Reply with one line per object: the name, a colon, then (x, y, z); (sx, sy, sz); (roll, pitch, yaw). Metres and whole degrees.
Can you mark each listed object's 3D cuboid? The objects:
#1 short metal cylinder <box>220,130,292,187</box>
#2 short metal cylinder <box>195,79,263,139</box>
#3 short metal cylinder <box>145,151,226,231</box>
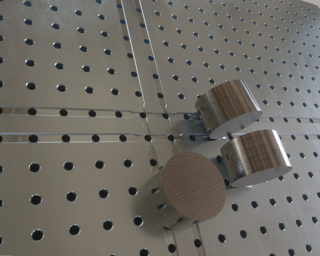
short metal cylinder: (0.127, 0.043, 0.415); (0.081, 0.080, 0.050); (0, 62, -28)
short metal cylinder: (0.096, -0.025, 0.440); (0.081, 0.080, 0.050); (-10, 67, -32)
short metal cylinder: (0.029, 0.074, 0.362); (0.081, 0.050, 0.080); (14, 56, -21)
